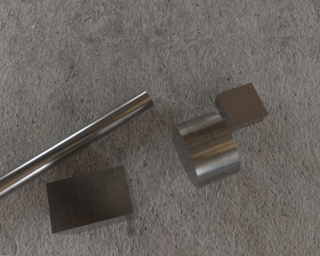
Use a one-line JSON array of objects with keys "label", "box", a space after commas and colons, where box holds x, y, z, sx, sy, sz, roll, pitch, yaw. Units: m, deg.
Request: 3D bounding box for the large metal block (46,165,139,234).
[{"label": "large metal block", "box": [-0.071, 0.084, 0.348, 0.081, 0.080, 0.050, -13, 71, -5]}]

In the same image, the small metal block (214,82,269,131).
[{"label": "small metal block", "box": [0.109, -0.027, 0.419, 0.050, 0.025, 0.050, -19, 71, -7]}]

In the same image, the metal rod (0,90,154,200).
[{"label": "metal rod", "box": [-0.140, 0.038, 0.392, 0.301, 0.025, 0.025, -32, 73, -11]}]

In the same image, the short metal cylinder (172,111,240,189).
[{"label": "short metal cylinder", "box": [0.053, 0.026, 0.370, 0.050, 0.080, 0.080, -20, 71, -7]}]
